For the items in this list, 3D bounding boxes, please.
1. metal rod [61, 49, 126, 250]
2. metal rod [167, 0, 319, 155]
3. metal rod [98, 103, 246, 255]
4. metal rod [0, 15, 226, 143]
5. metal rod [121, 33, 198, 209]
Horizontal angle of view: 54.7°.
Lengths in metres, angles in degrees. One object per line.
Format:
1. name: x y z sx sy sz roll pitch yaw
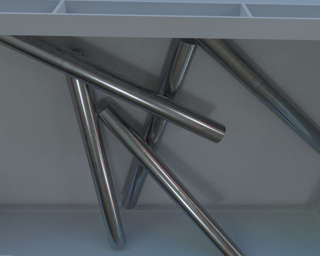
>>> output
1. metal rod: -0.081 0.047 0.408 0.025 0.025 0.298 -5 118 4
2. metal rod: 0.126 -0.042 0.366 0.301 0.025 0.025 33 122 -29
3. metal rod: 0.024 0.087 0.422 0.025 0.025 0.300 -34 105 25
4. metal rod: -0.057 -0.051 0.331 0.302 0.025 0.025 24 126 -19
5. metal rod: -0.011 0.015 0.421 0.025 0.025 0.298 12 129 -11
